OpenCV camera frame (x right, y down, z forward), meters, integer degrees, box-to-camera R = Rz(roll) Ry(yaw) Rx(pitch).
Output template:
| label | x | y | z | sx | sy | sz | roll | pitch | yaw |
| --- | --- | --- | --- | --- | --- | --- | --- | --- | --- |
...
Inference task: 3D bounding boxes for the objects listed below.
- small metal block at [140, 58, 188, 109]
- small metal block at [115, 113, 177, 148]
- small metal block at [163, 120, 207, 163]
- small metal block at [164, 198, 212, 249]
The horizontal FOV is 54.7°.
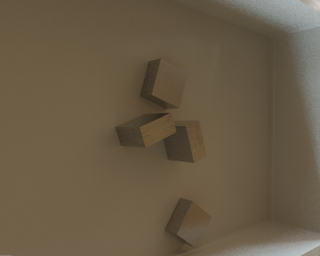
| label | x | y | z | sx | sy | sz | roll | pitch | yaw |
| --- | --- | --- | --- | --- | --- | --- | --- | --- | --- |
| small metal block | 0.006 | -0.058 | 0.413 | 0.050 | 0.025 | 0.050 | 22 | 76 | -38 |
| small metal block | -0.017 | 0.002 | 0.378 | 0.050 | 0.050 | 0.025 | -26 | 107 | -37 |
| small metal block | 0.031 | 0.017 | 0.419 | 0.025 | 0.050 | 0.050 | -23 | 105 | -38 |
| small metal block | 0.041 | 0.136 | 0.444 | 0.050 | 0.025 | 0.050 | 45 | 63 | -31 |
